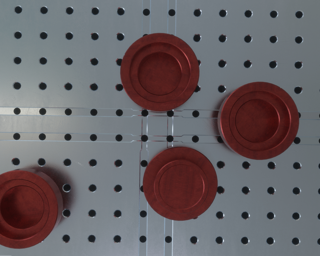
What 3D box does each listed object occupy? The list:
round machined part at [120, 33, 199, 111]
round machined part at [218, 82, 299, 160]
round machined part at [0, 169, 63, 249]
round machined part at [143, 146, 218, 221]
[{"bbox_3d":[0.000,-0.070,0.405,0.099,0.042,0.097,0,90,0],"label":"round machined part"},{"bbox_3d":[0.124,-0.009,0.406,0.099,0.042,0.097,0,90,0],"label":"round machined part"},{"bbox_3d":[-0.175,0.101,0.404,0.099,0.042,0.097,0,90,0],"label":"round machined part"},{"bbox_3d":[0.027,0.073,0.405,0.099,0.042,0.097,0,90,0],"label":"round machined part"}]
